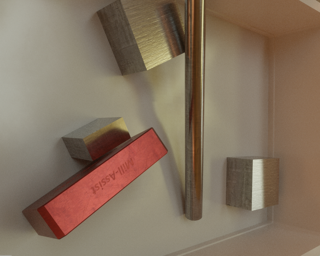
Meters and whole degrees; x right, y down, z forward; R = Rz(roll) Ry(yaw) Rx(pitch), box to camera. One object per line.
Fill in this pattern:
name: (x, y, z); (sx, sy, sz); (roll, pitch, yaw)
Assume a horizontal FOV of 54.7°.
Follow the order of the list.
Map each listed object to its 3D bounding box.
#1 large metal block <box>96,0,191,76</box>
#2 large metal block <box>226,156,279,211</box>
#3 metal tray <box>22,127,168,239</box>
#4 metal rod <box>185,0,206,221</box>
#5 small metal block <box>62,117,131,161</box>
large metal block: (-0.017, -0.118, 0.378); (0.081, 0.050, 0.080); (-33, 111, -35)
large metal block: (0.158, 0.090, 0.526); (0.081, 0.050, 0.079); (3, 89, -40)
metal tray: (-0.064, 0.053, 0.309); (0.131, 0.090, 0.030); (-36, 96, -34)
metal rod: (0.045, -0.014, 0.405); (0.025, 0.025, 0.298); (-17, 114, -39)
small metal block: (-0.069, 0.010, 0.334); (0.050, 0.050, 0.025); (-32, 111, -36)
